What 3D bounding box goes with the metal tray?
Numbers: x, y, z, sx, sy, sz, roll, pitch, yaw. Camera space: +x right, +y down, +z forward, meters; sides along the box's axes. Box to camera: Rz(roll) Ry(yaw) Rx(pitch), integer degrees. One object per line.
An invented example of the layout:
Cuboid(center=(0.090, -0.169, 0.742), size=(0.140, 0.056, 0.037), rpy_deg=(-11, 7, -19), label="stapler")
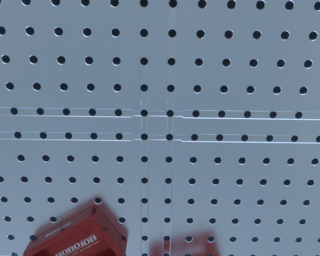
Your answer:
Cuboid(center=(-0.129, 0.188, 0.478), size=(0.130, 0.030, 0.090), rpy_deg=(-30, 108, 10), label="metal tray")
